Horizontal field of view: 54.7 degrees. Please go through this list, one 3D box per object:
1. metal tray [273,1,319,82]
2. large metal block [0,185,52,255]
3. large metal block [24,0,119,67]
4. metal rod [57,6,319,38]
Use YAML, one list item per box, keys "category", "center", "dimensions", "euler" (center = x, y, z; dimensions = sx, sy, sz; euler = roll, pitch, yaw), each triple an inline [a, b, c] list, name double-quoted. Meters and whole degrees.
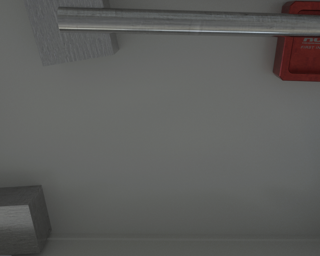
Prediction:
- category: "metal tray"
  center: [0.210, -0.102, 0.369]
  dimensions: [0.131, 0.030, 0.089]
  euler: [2, 110, 3]
- category: "large metal block"
  center: [-0.211, 0.132, 0.444]
  dimensions: [0.081, 0.050, 0.079]
  euler: [-4, 110, 1]
- category: "large metal block"
  center: [-0.097, -0.120, 0.352]
  dimensions: [0.080, 0.050, 0.079]
  euler: [-9, 110, 3]
- category: "metal rod"
  center: [0.050, -0.111, 0.327]
  dimensions: [0.302, 0.025, 0.025]
  euler: [-1, 110, -6]
